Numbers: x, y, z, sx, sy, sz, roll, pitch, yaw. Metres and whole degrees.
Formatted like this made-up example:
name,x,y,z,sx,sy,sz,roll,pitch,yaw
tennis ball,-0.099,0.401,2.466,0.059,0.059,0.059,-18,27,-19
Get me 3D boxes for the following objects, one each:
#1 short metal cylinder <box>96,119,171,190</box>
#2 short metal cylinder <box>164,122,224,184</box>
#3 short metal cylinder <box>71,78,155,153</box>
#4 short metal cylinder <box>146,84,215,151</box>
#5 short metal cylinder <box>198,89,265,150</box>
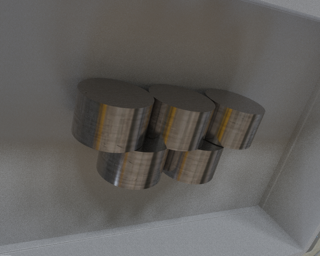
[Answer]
name,x,y,z,sx,sy,sz,roll,pitch,yaw
short metal cylinder,-0.032,0.029,0.371,0.081,0.080,0.050,1,118,-29
short metal cylinder,0.040,0.030,0.411,0.081,0.080,0.050,1,118,-29
short metal cylinder,-0.051,-0.016,0.333,0.081,0.080,0.050,1,118,-29
short metal cylinder,0.020,-0.014,0.373,0.081,0.080,0.050,1,118,-29
short metal cylinder,0.091,-0.013,0.412,0.081,0.080,0.050,2,118,-29
